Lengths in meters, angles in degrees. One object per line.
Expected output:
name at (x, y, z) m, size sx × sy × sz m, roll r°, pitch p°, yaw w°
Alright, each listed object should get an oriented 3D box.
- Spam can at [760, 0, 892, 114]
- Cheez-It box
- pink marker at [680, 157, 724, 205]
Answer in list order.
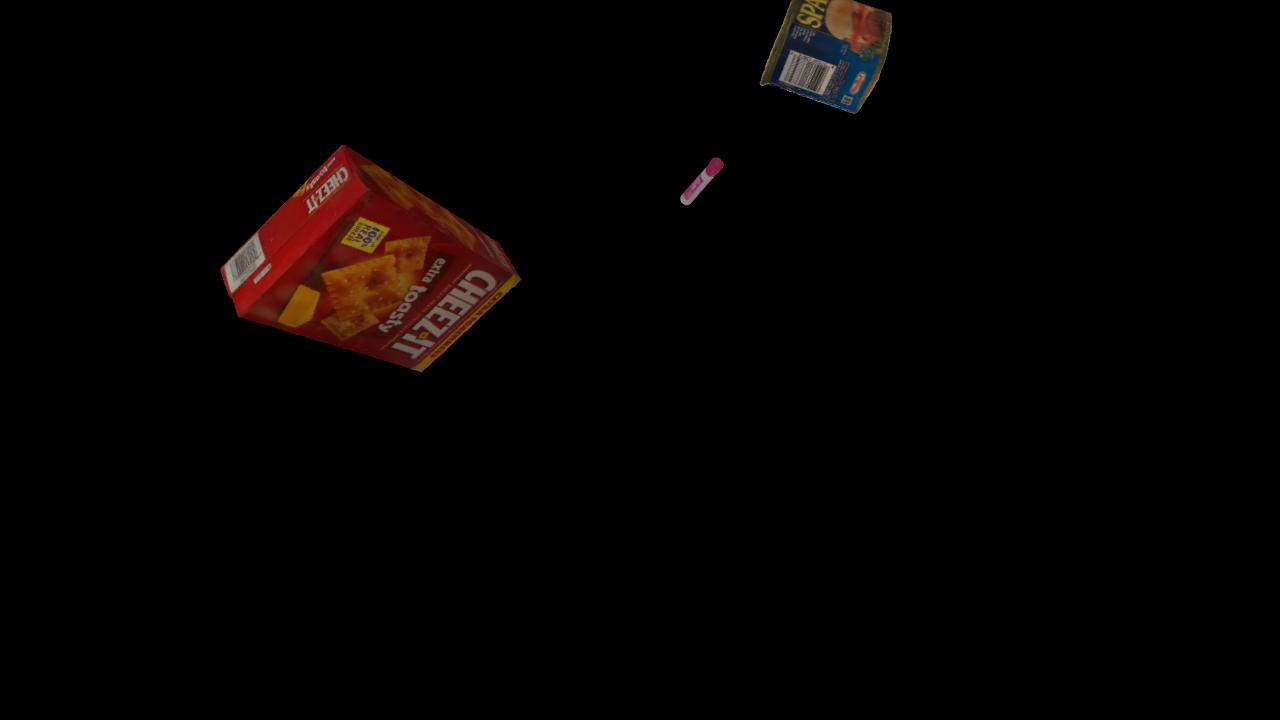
Spam can at (0.155, -0.258, 0.509) m, size 0.085 × 0.101 × 0.058 m, roll 21°, pitch -34°, yaw 2°
Cheez-It box at (-0.249, -0.083, 0.608) m, size 0.166 × 0.071 × 0.223 m, roll -39°, pitch -25°, yaw 10°
pink marker at (0.086, -0.248, 0.856) m, size 0.020 × 0.020 × 0.121 m, roll 0°, pitch -9°, yaw -17°
